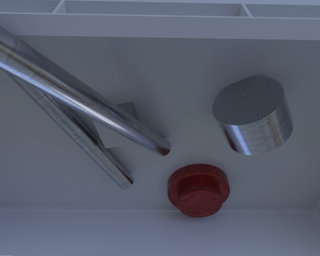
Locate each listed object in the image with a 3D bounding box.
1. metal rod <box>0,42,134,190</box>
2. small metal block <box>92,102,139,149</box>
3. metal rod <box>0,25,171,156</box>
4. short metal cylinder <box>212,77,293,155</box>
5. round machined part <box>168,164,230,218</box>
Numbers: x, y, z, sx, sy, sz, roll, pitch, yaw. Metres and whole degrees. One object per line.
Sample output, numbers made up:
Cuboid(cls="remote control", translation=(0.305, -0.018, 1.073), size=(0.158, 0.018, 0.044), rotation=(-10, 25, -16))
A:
Cuboid(cls="metal rod", translation=(-0.123, -0.014, 0.394), size=(0.025, 0.025, 0.300), rotation=(-23, 127, 18))
Cuboid(cls="small metal block", translation=(-0.054, -0.003, 0.406), size=(0.050, 0.025, 0.050), rotation=(-9, 130, 7))
Cuboid(cls="metal rod", translation=(-0.058, -0.018, 0.307), size=(0.025, 0.025, 0.301), rotation=(-22, 154, 17))
Cuboid(cls="short metal cylinder", translation=(0.108, -0.015, 0.362), size=(0.080, 0.080, 0.050), rotation=(-21, 127, 16))
Cuboid(cls="round machined part", translation=(0.061, 0.105, 0.488), size=(0.099, 0.042, 0.097), rotation=(-1, 130, 0))
